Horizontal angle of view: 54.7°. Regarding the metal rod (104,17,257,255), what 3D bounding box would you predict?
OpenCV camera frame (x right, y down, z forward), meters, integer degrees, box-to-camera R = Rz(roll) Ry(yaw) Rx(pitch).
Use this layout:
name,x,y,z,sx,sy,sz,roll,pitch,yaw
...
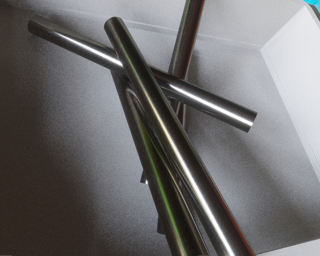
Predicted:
name,x,y,z,sx,sy,sz,roll,pitch,yaw
metal rod,0.003,-0.010,0.298,0.025,0.025,0.299,-6,53,-31

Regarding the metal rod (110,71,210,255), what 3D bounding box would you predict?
name,x,y,z,sx,sy,sz,roll,pitch,yaw
metal rod,-0.018,0.002,0.321,0.025,0.025,0.300,7,35,-25

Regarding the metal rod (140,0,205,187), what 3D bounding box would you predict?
name,x,y,z,sx,sy,sz,roll,pitch,yaw
metal rod,0.024,-0.075,0.393,0.025,0.025,0.299,18,78,-19

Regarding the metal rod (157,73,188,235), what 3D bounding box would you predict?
name,x,y,z,sx,sy,sz,roll,pitch,yaw
metal rod,0.023,-0.009,0.424,0.025,0.025,0.300,19,54,-18

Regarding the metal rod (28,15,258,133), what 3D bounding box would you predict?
name,x,y,z,sx,sy,sz,roll,pitch,yaw
metal rod,-0.031,-0.070,0.371,0.301,0.025,0.025,26,50,12
